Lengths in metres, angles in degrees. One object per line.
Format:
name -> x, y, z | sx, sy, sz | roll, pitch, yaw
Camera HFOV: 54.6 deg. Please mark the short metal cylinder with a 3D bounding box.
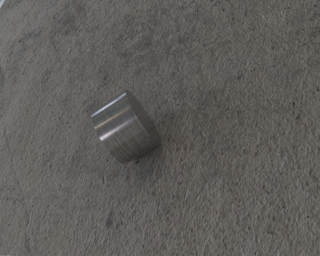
short metal cylinder -> -0.041, -0.001, 0.392 | 0.050, 0.080, 0.080 | -32, 52, 8
